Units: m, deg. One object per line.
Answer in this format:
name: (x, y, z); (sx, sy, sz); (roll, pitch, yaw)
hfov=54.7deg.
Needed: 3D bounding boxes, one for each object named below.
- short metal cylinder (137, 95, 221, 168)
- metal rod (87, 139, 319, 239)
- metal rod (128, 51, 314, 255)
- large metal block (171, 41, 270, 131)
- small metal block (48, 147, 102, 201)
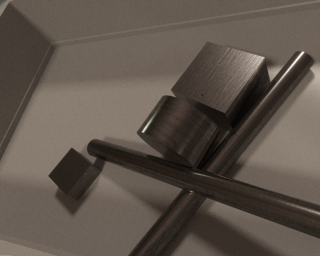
short metal cylinder: (0.021, 0.007, 0.354); (0.080, 0.080, 0.050); (26, 76, 36)
metal rod: (0.017, 0.050, 0.335); (0.300, 0.025, 0.025); (12, 67, 42)
metal rod: (0.073, 0.031, 0.347); (0.300, 0.025, 0.025); (-49, 52, -7)
large metal block: (0.075, -0.051, 0.381); (0.080, 0.050, 0.080); (29, 78, 37)
small metal block: (-0.117, 0.063, 0.427); (0.050, 0.025, 0.050); (31, 78, 37)
